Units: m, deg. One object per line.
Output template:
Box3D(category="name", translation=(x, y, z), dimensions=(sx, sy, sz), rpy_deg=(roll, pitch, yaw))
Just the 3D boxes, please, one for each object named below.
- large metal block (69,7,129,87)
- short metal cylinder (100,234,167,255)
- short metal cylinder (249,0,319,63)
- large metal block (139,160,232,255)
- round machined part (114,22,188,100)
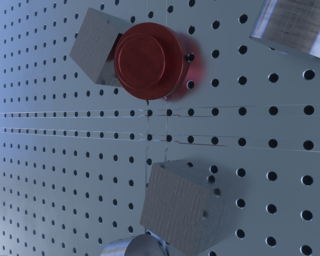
Box3D(category="large metal block", translation=(-0.081, -0.118, 0.460), dimensions=(0.080, 0.050, 0.080), rpy_deg=(46, 117, 30))
Box3D(category="short metal cylinder", translation=(-0.033, 0.183, 0.401), dimensions=(0.050, 0.081, 0.080), rpy_deg=(-26, 74, 37))
Box3D(category="short metal cylinder", translation=(0.126, -0.090, 0.270), dimensions=(0.080, 0.081, 0.050), rpy_deg=(32, 110, 35))
Box3D(category="large metal block", translation=(0.029, 0.091, 0.369), dimensions=(0.080, 0.050, 0.079), rpy_deg=(21, 103, 38))
Box3D(category="round machined part", translation=(-0.017, -0.084, 0.394), dimensions=(0.098, 0.042, 0.097), rpy_deg=(5, 102, 23))
